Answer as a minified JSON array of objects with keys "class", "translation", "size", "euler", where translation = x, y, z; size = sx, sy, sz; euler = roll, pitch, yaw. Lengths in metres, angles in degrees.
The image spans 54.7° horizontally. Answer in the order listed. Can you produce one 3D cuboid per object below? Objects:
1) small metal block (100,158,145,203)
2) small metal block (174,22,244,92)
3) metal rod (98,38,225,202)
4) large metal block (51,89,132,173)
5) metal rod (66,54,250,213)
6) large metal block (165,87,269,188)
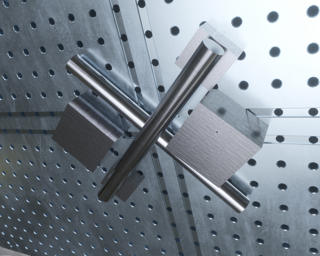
[{"class":"small metal block","translation":[-0.060,0.084,0.495],"size":[0.050,0.025,0.050],"euler":[38,129,2]},{"class":"small metal block","translation":[0.052,-0.077,0.337],"size":[0.050,0.025,0.050],"euler":[39,129,1]},{"class":"metal rod","translation":[-0.017,0.013,0.395],"size":[0.025,0.025,0.298],"euler":[39,129,2]},{"class":"large metal block","translation":[-0.099,0.005,0.451],"size":[0.080,0.050,0.080],"euler":[40,129,1]},{"class":"metal rod","translation":[-0.003,0.008,0.416],"size":[0.300,0.025,0.025],"euler":[40,129,0]},{"class":"large metal block","translation":[0.066,0.011,0.367],"size":[0.080,0.050,0.080],"euler":[37,129,3]}]
